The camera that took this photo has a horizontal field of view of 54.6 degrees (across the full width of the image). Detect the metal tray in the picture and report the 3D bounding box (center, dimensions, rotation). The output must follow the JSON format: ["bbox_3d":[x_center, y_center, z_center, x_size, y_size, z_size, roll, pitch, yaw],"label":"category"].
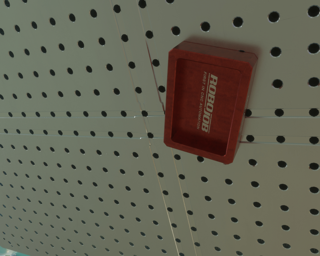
[{"bbox_3d":[0.054,-0.027,0.362,0.090,0.030,0.129,16,125,19],"label":"metal tray"}]
